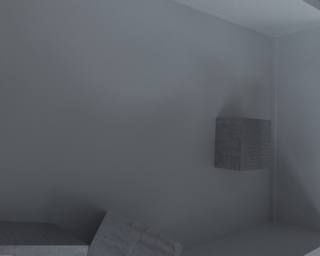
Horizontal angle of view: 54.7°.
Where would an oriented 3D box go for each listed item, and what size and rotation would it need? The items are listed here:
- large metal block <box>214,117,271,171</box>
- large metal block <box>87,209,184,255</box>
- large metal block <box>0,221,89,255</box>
[{"bbox_3d":[0.135,0.025,0.504,0.081,0.050,0.080,3,88,-40],"label":"large metal block"},{"bbox_3d":[-0.030,0.127,0.325,0.080,0.080,0.050,27,70,-2],"label":"large metal block"},{"bbox_3d":[-0.122,0.116,0.269,0.080,0.080,0.050,18,79,-39],"label":"large metal block"}]
